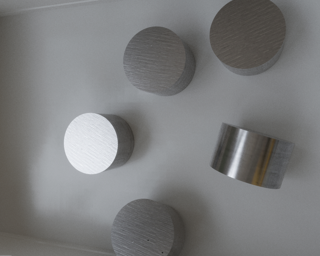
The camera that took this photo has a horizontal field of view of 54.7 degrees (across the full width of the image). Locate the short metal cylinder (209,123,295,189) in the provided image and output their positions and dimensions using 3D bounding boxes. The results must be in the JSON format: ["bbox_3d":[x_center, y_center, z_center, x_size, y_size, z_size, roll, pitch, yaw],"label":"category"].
[{"bbox_3d":[0.101,0.029,0.345,0.080,0.080,0.050,18,96,19],"label":"short metal cylinder"}]

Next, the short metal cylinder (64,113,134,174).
[{"bbox_3d":[-0.082,0.020,0.425,0.080,0.050,0.079,0,90,19],"label":"short metal cylinder"}]

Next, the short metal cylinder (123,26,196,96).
[{"bbox_3d":[0.000,-0.083,0.396,0.080,0.050,0.079,0,90,19],"label":"short metal cylinder"}]

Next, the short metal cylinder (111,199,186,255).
[{"bbox_3d":[-0.013,0.132,0.388,0.080,0.050,0.080,-7,68,18],"label":"short metal cylinder"}]

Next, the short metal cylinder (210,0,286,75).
[{"bbox_3d":[0.102,-0.104,0.361,0.080,0.050,0.079,0,90,19],"label":"short metal cylinder"}]
